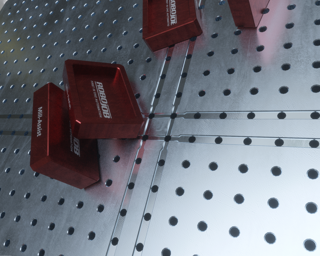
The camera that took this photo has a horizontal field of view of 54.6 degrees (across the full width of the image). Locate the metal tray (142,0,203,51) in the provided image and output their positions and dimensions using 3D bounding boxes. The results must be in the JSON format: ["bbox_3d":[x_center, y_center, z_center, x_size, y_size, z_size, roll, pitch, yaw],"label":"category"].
[{"bbox_3d":[0.018,-0.196,0.517,0.090,0.030,0.130,-15,56,20],"label":"metal tray"}]

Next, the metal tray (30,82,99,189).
[{"bbox_3d":[-0.130,0.010,0.427,0.030,0.090,0.130,-29,52,18],"label":"metal tray"}]

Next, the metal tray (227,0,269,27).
[{"bbox_3d":[0.133,-0.218,0.431,0.030,0.090,0.130,15,69,34],"label":"metal tray"}]

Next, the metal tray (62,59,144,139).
[{"bbox_3d":[-0.084,-0.043,0.441,0.030,0.091,0.130,-64,36,41],"label":"metal tray"}]
